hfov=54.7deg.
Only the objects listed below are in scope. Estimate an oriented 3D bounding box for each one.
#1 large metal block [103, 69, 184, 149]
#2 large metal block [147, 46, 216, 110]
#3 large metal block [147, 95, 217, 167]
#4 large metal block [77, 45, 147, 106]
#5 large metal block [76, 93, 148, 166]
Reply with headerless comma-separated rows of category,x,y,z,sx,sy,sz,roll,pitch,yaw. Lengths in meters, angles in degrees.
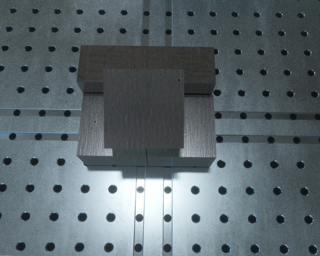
large metal block,-0.016,-0.021,0.335,0.081,0.050,0.079,0,94,-1
large metal block,0.025,-0.062,0.404,0.081,0.080,0.050,1,70,0
large metal block,0.026,0.004,0.394,0.081,0.050,0.080,1,70,0
large metal block,-0.056,-0.063,0.404,0.081,0.080,0.050,1,70,0
large metal block,-0.056,0.003,0.395,0.081,0.050,0.080,1,70,0
